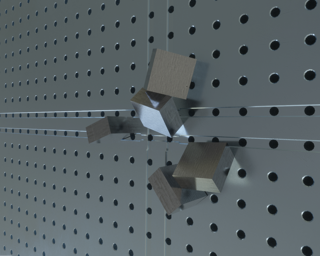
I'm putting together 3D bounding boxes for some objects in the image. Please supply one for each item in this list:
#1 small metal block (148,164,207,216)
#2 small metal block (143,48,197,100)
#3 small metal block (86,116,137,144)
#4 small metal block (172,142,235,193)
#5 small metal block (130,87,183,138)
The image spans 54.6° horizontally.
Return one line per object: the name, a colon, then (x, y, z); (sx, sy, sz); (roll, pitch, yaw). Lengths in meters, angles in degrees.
small metal block: (0.021, 0.072, 0.376); (0.025, 0.050, 0.050); (-49, 61, 32)
small metal block: (0.012, -0.066, 0.380); (0.025, 0.050, 0.050); (-133, 56, -72)
small metal block: (-0.071, 0.003, 0.453); (0.050, 0.050, 0.025); (-23, 76, 38)
small metal block: (0.050, 0.043, 0.351); (0.050, 0.025, 0.050); (-2, 45, 38)
small metal block: (-0.004, -0.020, 0.395); (0.050, 0.050, 0.025); (22, 61, 38)
